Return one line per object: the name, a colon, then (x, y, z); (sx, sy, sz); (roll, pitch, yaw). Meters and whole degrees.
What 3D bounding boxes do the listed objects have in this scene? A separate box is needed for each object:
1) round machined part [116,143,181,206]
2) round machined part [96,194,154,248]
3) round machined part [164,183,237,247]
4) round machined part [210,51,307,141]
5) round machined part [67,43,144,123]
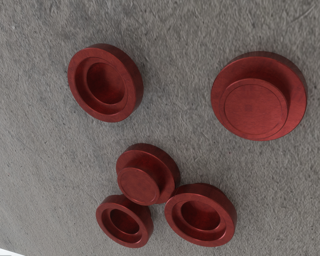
round machined part: (-0.023, 0.074, 0.454); (0.098, 0.042, 0.097); (13, 124, 21)
round machined part: (-0.054, 0.149, 0.517); (0.098, 0.042, 0.097); (13, 124, 21)
round machined part: (0.059, 0.116, 0.435); (0.098, 0.042, 0.097); (12, 124, 18)
round machined part: (0.100, -0.027, 0.326); (0.098, 0.042, 0.097); (13, 124, 21)
round machined part: (-0.064, -0.059, 0.393); (0.098, 0.042, 0.097); (13, 124, 21)
